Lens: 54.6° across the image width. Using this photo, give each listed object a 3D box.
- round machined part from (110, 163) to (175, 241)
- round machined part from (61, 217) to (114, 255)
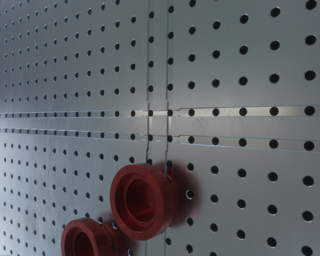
[{"bbox_3d":[-0.019,0.095,0.415,0.098,0.042,0.097,0,90,40],"label":"round machined part"},{"bbox_3d":[-0.111,0.191,0.492,0.098,0.042,0.097,0,90,40],"label":"round machined part"}]
